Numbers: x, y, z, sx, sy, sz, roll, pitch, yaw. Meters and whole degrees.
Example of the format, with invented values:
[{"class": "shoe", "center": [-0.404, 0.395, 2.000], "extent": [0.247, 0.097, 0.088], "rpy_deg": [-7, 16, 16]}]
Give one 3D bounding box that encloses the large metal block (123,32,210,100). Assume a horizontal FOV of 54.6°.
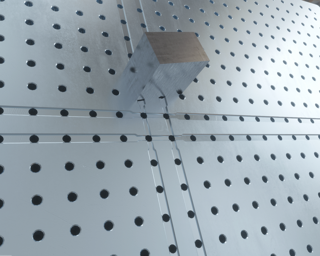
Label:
[{"class": "large metal block", "center": [0.007, -0.085, 0.428], "extent": [0.081, 0.080, 0.050], "rpy_deg": [-12, 68, -33]}]
